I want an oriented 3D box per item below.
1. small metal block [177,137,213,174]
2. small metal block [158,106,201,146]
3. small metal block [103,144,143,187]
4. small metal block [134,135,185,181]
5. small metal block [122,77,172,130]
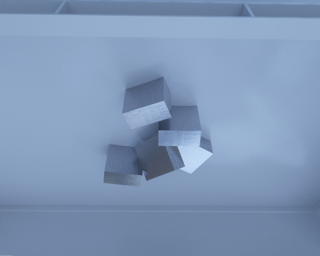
[{"bbox_3d":[0.038,0.032,0.437,0.050,0.025,0.050,27,125,-21],"label":"small metal block"},{"bbox_3d":[0.023,-0.003,0.390,0.050,0.050,0.025,1,130,-1],"label":"small metal block"},{"bbox_3d":[-0.050,0.053,0.436,0.050,0.050,0.025,7,131,-6],"label":"small metal block"},{"bbox_3d":[-0.001,0.038,0.416,0.050,0.050,0.025,-26,170,35],"label":"small metal block"},{"bbox_3d":[-0.015,-0.030,0.367,0.050,0.050,0.025,-16,128,13],"label":"small metal block"}]
